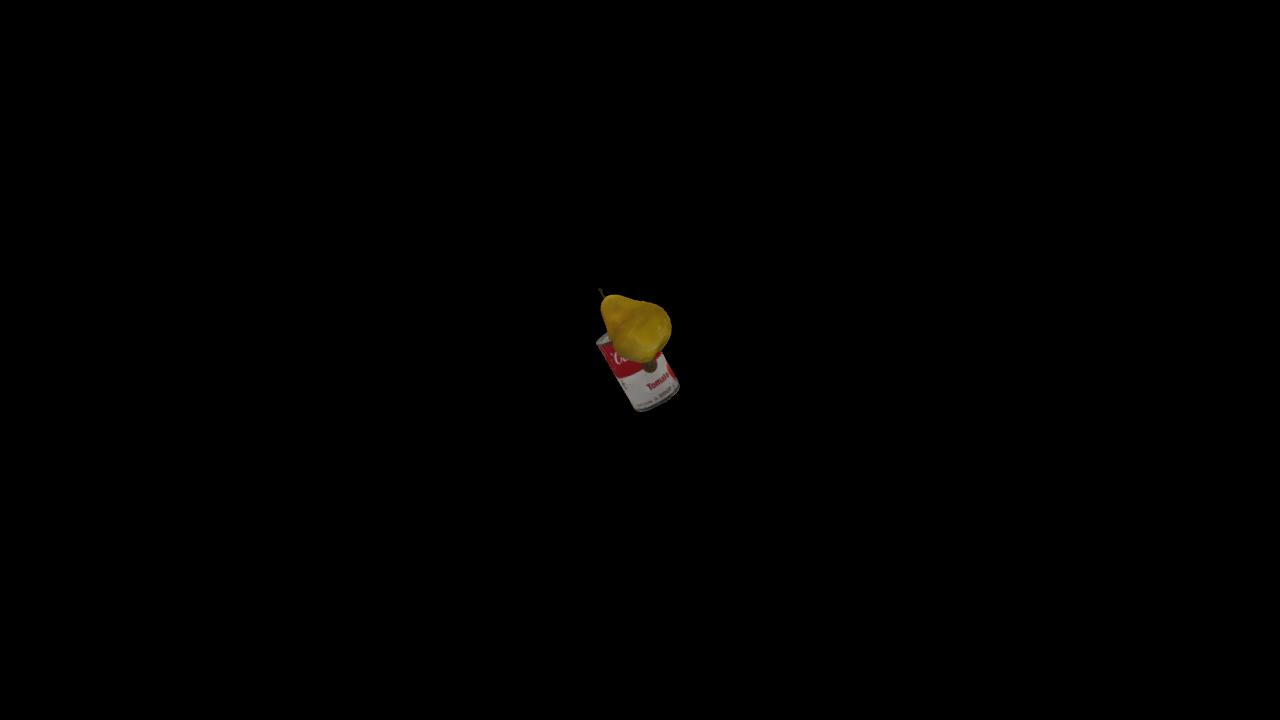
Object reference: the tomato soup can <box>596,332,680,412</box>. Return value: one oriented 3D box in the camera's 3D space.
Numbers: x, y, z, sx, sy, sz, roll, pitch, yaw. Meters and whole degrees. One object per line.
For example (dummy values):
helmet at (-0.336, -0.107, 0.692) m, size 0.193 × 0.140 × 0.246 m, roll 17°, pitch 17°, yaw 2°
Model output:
tomato soup can at (-0.002, 0.006, 0.765) m, size 0.068 × 0.101 × 0.068 m, roll -27°, pitch 15°, yaw 8°

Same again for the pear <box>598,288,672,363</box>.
pear at (-0.018, -0.047, 0.747) m, size 0.111 × 0.080 × 0.080 m, roll 36°, pitch 7°, yaw 9°
